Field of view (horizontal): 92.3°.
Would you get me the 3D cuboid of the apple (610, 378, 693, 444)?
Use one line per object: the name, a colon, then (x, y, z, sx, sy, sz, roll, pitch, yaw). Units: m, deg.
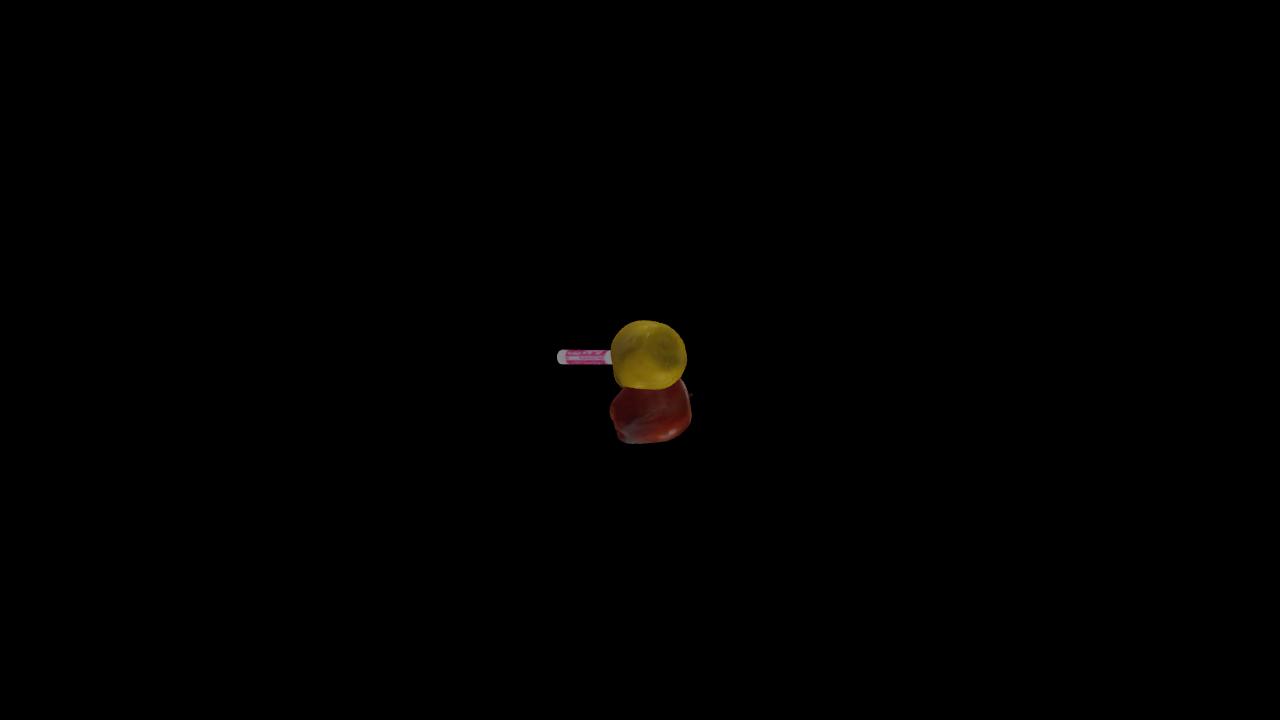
apple: (0.014, 0.052, 0.673, 0.093, 0.079, 0.079, -18, 2, -7)

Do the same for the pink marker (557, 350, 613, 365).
pink marker: (-0.051, -0.003, 0.741, 0.121, 0.020, 0.020, 0, 0, 38)

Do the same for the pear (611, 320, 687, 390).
pear: (-0.004, 0.003, 0.652, 0.080, 0.080, 0.111, 0, -19, -38)
